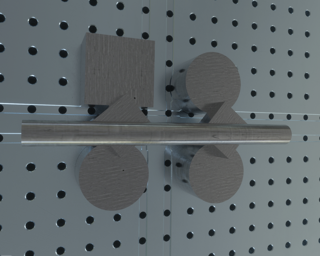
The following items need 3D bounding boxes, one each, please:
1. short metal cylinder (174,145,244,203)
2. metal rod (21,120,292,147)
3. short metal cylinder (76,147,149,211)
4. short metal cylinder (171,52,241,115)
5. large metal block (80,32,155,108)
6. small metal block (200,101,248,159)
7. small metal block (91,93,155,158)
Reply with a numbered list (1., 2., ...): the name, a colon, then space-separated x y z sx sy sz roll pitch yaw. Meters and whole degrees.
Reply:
1. short metal cylinder: 0.066 0.057 0.424 0.081 0.050 0.080 0 90 -20
2. metal rod: 0.015 0.006 0.338 0.302 0.025 0.025 1 90 -20
3. short metal cylinder: -0.060 0.054 0.376 0.081 0.050 0.080 0 90 -20
4. short metal cylinder: 0.061 -0.058 0.422 0.081 0.050 0.080 0 90 -20
5. large metal block: -0.053 -0.065 0.379 0.081 0.050 0.080 1 90 -20
6. small metal block: 0.077 0.003 0.388 0.050 0.025 0.050 42 77 -15
7. small metal block: -0.043 -0.003 0.344 0.050 0.025 0.050 -42 103 -15
